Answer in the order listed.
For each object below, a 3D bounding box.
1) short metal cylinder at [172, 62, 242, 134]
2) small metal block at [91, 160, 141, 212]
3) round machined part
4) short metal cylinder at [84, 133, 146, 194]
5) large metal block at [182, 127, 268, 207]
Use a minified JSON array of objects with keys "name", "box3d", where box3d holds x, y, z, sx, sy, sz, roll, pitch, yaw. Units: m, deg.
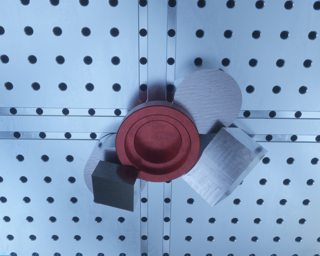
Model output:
[{"name":"short metal cylinder","box3d":[0.056,-0.038,0.386,0.081,0.050,0.079,0,110,0]},{"name":"small metal block","box3d":[-0.052,0.070,0.372,0.050,0.025,0.050,12,130,8]},{"name":"round machined part","box3d":[-0.002,0.013,0.378,0.099,0.042,0.097,0,110,0]},{"name":"short metal cylinder","box3d":[-0.057,0.053,0.419,0.081,0.050,0.079,0,110,0]},{"name":"large metal block","box3d":[0.085,0.046,0.395,0.050,0.080,0.080,43,108,21]}]
